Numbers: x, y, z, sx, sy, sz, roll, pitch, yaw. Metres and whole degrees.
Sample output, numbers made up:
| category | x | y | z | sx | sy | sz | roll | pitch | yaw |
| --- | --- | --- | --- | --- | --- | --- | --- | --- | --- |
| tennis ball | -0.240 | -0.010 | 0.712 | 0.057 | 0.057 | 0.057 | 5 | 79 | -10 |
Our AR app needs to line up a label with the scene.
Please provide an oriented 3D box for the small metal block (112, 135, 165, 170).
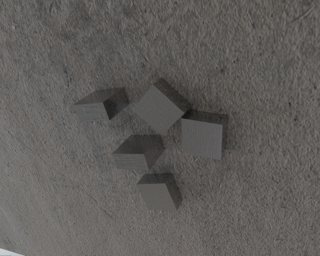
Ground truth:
| category | x | y | z | sx | sy | sz | roll | pitch | yaw |
| --- | --- | --- | --- | --- | --- | --- | --- | --- | --- |
| small metal block | -0.028 | 0.033 | 0.426 | 0.050 | 0.050 | 0.025 | -2 | 118 | 29 |

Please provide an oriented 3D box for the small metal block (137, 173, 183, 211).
| category | x | y | z | sx | sy | sz | roll | pitch | yaw |
| --- | --- | --- | --- | --- | --- | --- | --- | --- | --- |
| small metal block | 0.000 | 0.097 | 0.466 | 0.050 | 0.025 | 0.050 | -9 | 114 | 32 |

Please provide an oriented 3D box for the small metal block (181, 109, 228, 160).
| category | x | y | z | sx | sy | sz | roll | pitch | yaw |
| --- | --- | --- | --- | --- | --- | --- | --- | --- | --- |
| small metal block | 0.055 | 0.008 | 0.383 | 0.050 | 0.025 | 0.050 | 10 | 123 | 23 |

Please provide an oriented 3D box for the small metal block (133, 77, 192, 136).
| category | x | y | z | sx | sy | sz | roll | pitch | yaw |
| --- | --- | --- | --- | --- | --- | --- | --- | --- | --- |
| small metal block | 0.002 | -0.026 | 0.389 | 0.050 | 0.025 | 0.050 | 42 | 129 | -1 |

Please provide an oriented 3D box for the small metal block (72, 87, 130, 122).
| category | x | y | z | sx | sy | sz | roll | pitch | yaw |
| --- | --- | --- | --- | --- | --- | --- | --- | --- | --- |
| small metal block | -0.078 | -0.031 | 0.412 | 0.050 | 0.050 | 0.025 | -2 | 117 | 29 |
